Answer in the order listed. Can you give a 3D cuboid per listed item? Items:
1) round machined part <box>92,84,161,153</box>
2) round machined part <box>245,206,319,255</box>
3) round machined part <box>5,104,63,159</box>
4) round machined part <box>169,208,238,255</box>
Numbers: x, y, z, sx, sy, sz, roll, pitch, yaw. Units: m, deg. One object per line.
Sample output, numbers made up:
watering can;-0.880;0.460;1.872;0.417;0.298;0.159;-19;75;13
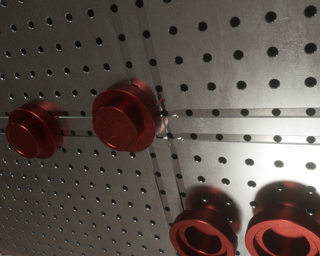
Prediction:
round machined part;-0.052;-0.007;0.421;0.098;0.042;0.097;13;124;20
round machined part;0.164;0.141;0.401;0.098;0.042;0.097;13;124;20
round machined part;-0.217;0.012;0.519;0.098;0.042;0.097;13;124;20
round machined part;0.067;0.159;0.462;0.098;0.042;0.097;13;124;20
